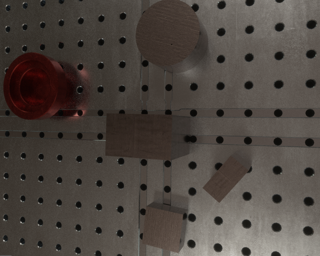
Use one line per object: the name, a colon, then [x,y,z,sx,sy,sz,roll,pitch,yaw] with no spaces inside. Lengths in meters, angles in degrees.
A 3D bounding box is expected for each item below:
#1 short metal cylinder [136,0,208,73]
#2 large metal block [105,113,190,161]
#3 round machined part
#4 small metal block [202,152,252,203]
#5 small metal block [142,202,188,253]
short metal cylinder: [0.016,-0.114,0.393,0.080,0.050,0.079,0,90,19]
large metal block: [-0.012,0.009,0.387,0.080,0.080,0.050,2,91,19]
round machined part: [-0.181,-0.060,0.466,0.098,0.042,0.097,0,90,19]
small metal block: [0.081,0.057,0.370,0.025,0.050,0.050,42,103,15]
small metal block: [0.007,0.130,0.409,0.050,0.025,0.050,8,93,19]
